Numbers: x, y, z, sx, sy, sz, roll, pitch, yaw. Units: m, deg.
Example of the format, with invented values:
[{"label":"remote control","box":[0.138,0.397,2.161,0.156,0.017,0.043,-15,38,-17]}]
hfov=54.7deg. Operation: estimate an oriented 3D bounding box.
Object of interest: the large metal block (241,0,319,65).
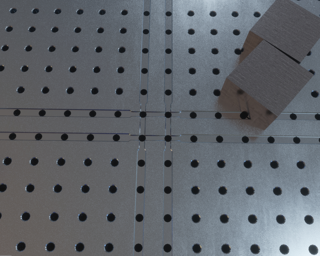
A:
[{"label":"large metal block","box":[0.179,-0.130,0.448,0.080,0.050,0.080,38,74,12]}]

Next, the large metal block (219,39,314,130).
[{"label":"large metal block","box":[0.142,-0.058,0.422,0.080,0.050,0.080,41,75,13]}]
